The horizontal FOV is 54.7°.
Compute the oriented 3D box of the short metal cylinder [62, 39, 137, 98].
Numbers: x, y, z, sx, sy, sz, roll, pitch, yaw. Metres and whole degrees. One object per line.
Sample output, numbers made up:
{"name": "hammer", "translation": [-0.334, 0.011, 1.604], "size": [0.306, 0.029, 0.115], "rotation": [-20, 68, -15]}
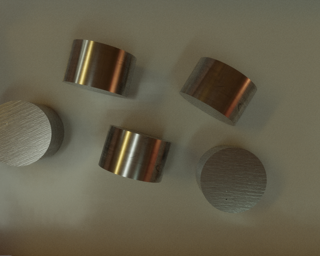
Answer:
{"name": "short metal cylinder", "translation": [-0.074, -0.071, 0.383], "size": [0.080, 0.080, 0.050], "rotation": [14, 90, 0]}

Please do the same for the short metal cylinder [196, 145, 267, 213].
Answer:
{"name": "short metal cylinder", "translation": [0.089, 0.063, 0.399], "size": [0.081, 0.050, 0.080], "rotation": [0, 90, 0]}

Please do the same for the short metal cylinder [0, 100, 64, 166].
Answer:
{"name": "short metal cylinder", "translation": [-0.171, 0.006, 0.397], "size": [0.081, 0.050, 0.080], "rotation": [0, 90, 0]}

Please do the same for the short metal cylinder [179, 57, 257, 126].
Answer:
{"name": "short metal cylinder", "translation": [0.071, -0.044, 0.384], "size": [0.080, 0.080, 0.050], "rotation": [31, 90, 0]}

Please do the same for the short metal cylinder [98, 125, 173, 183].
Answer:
{"name": "short metal cylinder", "translation": [-0.030, 0.031, 0.384], "size": [0.080, 0.080, 0.050], "rotation": [16, 90, 0]}
